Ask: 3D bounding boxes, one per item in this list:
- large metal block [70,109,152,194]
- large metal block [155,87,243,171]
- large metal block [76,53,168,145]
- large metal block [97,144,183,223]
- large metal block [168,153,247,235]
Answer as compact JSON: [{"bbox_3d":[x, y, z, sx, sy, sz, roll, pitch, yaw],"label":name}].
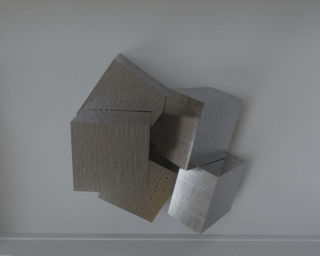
[{"bbox_3d":[-0.052,0.025,0.350,0.081,0.050,0.079,3,109,0],"label":"large metal block"},{"bbox_3d":[0.047,-0.003,0.373,0.081,0.050,0.079,-9,119,-46],"label":"large metal block"},{"bbox_3d":[-0.042,-0.033,0.384,0.080,0.050,0.080,34,106,-12],"label":"large metal block"},{"bbox_3d":[-0.026,0.067,0.418,0.080,0.050,0.080,28,107,-11],"label":"large metal block"},{"bbox_3d":[0.062,0.077,0.402,0.050,0.081,0.079,26,113,32],"label":"large metal block"}]
